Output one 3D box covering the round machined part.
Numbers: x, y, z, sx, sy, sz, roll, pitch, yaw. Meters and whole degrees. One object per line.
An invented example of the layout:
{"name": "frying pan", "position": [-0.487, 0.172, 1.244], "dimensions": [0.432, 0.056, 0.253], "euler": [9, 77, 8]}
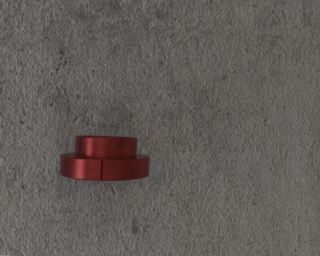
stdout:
{"name": "round machined part", "position": [-0.060, 0.030, 0.348], "dimensions": [0.099, 0.098, 0.042], "euler": [2, 89, -20]}
